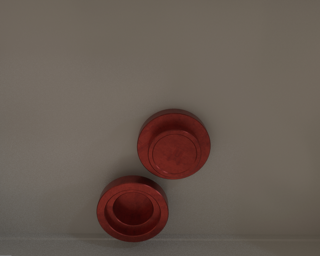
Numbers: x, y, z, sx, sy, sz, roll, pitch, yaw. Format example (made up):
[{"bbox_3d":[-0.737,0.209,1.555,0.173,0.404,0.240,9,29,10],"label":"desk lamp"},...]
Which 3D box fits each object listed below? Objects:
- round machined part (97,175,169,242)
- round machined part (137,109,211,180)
[{"bbox_3d":[-0.037,0.110,0.442,0.099,0.042,0.097,0,110,-1],"label":"round machined part"},{"bbox_3d":[0.019,0.027,0.412,0.099,0.042,0.097,0,110,-1],"label":"round machined part"}]
